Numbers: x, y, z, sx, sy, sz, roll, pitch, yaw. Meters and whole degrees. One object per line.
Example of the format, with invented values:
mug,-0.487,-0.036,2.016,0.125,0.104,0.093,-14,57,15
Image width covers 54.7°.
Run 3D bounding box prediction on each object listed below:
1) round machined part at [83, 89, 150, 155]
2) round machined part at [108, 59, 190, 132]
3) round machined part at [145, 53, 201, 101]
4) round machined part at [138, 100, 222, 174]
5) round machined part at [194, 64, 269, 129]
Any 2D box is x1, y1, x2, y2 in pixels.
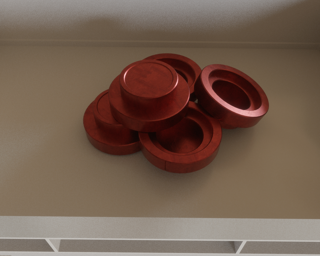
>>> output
round machined part,-0.050,-0.016,0.403,0.099,0.042,0.098,0,50,0
round machined part,-0.013,-0.046,0.374,0.099,0.042,0.098,0,50,0
round machined part,0.011,-0.060,0.443,0.099,0.042,0.098,0,50,0
round machined part,0.024,0.014,0.380,0.099,0.042,0.098,0,50,0
round machined part,0.089,-0.037,0.410,0.099,0.042,0.098,14,45,-15
